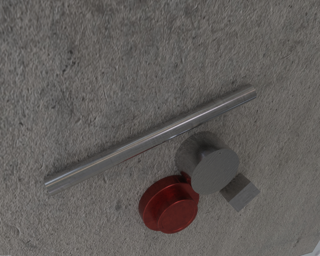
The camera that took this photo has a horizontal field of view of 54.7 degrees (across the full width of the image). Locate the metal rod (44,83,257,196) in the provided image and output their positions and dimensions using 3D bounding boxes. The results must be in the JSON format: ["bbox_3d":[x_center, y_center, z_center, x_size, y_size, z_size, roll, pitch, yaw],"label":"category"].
[{"bbox_3d":[-0.003,0.010,0.411,0.302,0.025,0.025,-25,128,-13],"label":"metal rod"}]

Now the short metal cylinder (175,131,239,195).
[{"bbox_3d":[0.069,0.052,0.460,0.081,0.050,0.079,-14,124,-21],"label":"short metal cylinder"}]

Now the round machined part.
[{"bbox_3d":[0.020,0.125,0.484,0.099,0.042,0.097,-14,124,-21],"label":"round machined part"}]

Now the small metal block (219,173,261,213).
[{"bbox_3d":[0.135,0.109,0.528,0.050,0.050,0.025,-43,100,1],"label":"small metal block"}]
